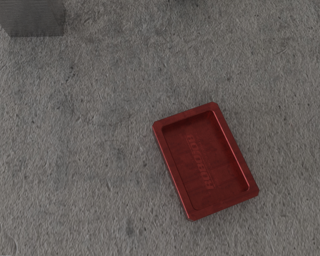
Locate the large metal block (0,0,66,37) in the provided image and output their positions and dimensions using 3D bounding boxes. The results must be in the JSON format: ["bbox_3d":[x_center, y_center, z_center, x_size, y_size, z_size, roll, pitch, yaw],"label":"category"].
[{"bbox_3d":[-0.188,-0.176,0.442,0.081,0.080,0.050,-2,70,-1],"label":"large metal block"}]

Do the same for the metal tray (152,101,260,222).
[{"bbox_3d":[0.054,0.040,0.391,0.091,0.030,0.130,-20,71,-7],"label":"metal tray"}]
